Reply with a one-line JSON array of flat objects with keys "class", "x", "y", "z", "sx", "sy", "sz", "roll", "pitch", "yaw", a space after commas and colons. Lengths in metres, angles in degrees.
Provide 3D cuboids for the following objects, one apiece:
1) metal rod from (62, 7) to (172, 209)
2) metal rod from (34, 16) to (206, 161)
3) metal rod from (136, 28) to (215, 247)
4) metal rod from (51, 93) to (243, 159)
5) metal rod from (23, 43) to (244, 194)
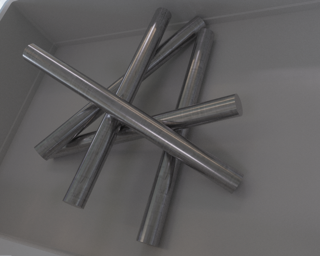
[{"class": "metal rod", "x": -0.045, "y": -0.043, "z": 0.402, "sx": 0.025, "sy": 0.025, "sz": 0.300, "roll": 6, "pitch": 62, "yaw": 31}, {"class": "metal rod", "x": -0.050, "y": -0.063, "z": 0.446, "sx": 0.301, "sy": 0.025, "sz": 0.025, "roll": -41, "pitch": 51, "yaw": -10}, {"class": "metal rod", "x": 0.027, "y": -0.006, "z": 0.395, "sx": 0.025, "sy": 0.025, "sz": 0.300, "roll": 3, "pitch": 63, "yaw": 30}, {"class": "metal rod", "x": -0.044, "y": 0.006, "z": 0.402, "sx": 0.300, "sy": 0.025, "sz": 0.025, "roll": -13, "pitch": 56, "yaw": 29}, {"class": "metal rod", "x": -0.041, "y": -0.018, "z": 0.362, "sx": 0.300, "sy": 0.025, "sz": 0.025, "roll": 32, "pitch": 79, "yaw": 13}]
